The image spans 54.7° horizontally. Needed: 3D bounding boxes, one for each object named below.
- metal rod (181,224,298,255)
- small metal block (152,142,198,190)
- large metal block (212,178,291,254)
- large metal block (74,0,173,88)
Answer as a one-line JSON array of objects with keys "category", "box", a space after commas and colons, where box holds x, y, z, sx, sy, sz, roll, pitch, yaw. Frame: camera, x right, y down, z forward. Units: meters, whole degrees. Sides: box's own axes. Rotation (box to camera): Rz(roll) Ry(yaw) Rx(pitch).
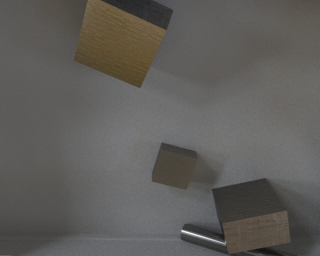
[{"category": "metal rod", "box": [0.171, 0.179, 0.408, 0.301, 0.025, 0.025, 9, 113, 25]}, {"category": "small metal block", "box": [0.020, 0.053, 0.431, 0.050, 0.025, 0.050, 15, 109, -6]}, {"category": "large metal block", "box": [0.122, 0.118, 0.427, 0.080, 0.080, 0.050, -12, 110, 4]}, {"category": "large metal block", "box": [-0.041, -0.103, 0.344, 0.080, 0.050, 0.079, 22, 133, -9]}]
